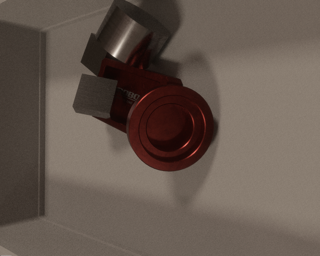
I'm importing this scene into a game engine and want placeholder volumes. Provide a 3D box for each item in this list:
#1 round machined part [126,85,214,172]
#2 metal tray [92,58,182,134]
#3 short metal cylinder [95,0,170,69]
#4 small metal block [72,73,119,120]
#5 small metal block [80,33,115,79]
[{"bbox_3d":[0.009,-0.002,0.363,0.042,0.099,0.097,-146,64,-73],"label":"round machined part"},{"bbox_3d":[-0.038,-0.040,0.432,0.130,0.030,0.089,24,105,37],"label":"metal tray"},{"bbox_3d":[-0.035,-0.121,0.398,0.080,0.081,0.050,52,120,27],"label":"short metal cylinder"},{"bbox_3d":[-0.089,-0.044,0.433,0.050,0.025,0.050,11,72,-2],"label":"small metal block"},{"bbox_3d":[-0.092,-0.112,0.480,0.050,0.025,0.050,40,114,32],"label":"small metal block"}]
